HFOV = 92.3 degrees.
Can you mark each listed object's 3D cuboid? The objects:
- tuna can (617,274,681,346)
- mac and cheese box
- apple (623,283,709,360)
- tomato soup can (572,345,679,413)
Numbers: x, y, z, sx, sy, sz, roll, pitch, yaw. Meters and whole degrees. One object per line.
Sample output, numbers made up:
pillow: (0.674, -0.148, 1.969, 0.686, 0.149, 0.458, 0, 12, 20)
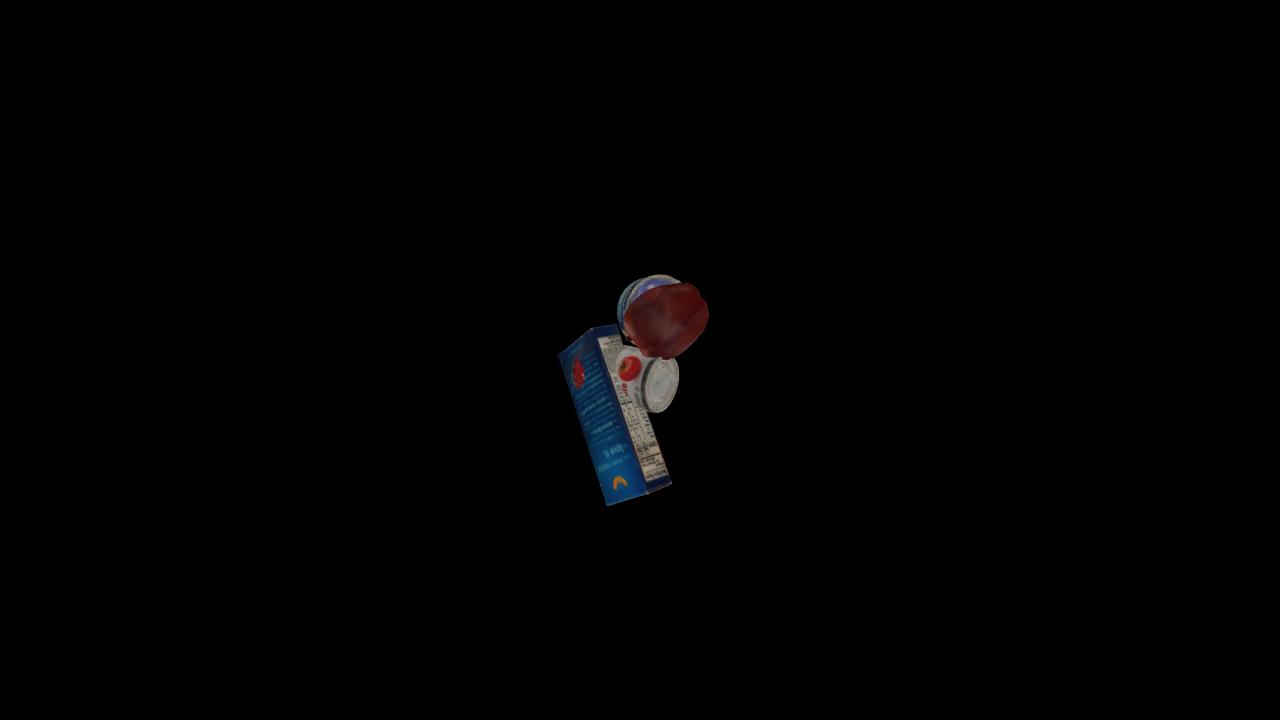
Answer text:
tuna can: (0.017, -0.053, 0.693, 0.084, 0.084, 0.034, 0, 3, -23)
mac and cheese box: (-0.031, 0.062, 0.681, 0.041, 0.184, 0.093, -12, -13, -36)
apple: (0.026, -0.042, 0.654, 0.093, 0.079, 0.079, -31, -2, 3)
tomato soup can: (-0.015, 0.017, 0.682, 0.101, 0.068, 0.068, 12, 7, 34)
